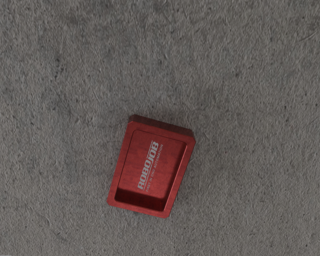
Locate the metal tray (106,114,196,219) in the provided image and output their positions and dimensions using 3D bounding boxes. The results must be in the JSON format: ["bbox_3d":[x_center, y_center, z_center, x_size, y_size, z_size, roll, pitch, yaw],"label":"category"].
[{"bbox_3d":[-0.014,0.055,0.426,0.090,0.030,0.129,15,109,-6],"label":"metal tray"}]
